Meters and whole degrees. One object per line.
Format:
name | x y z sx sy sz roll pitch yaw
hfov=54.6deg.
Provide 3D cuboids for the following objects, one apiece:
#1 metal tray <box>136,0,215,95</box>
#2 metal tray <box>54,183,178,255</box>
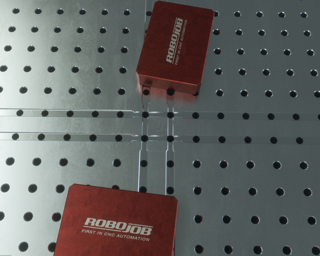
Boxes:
metal tray | 0.024 -0.119 0.453 0.090 0.030 0.130 11 70 4
metal tray | -0.048 0.120 0.365 0.131 0.030 0.090 7 70 2
